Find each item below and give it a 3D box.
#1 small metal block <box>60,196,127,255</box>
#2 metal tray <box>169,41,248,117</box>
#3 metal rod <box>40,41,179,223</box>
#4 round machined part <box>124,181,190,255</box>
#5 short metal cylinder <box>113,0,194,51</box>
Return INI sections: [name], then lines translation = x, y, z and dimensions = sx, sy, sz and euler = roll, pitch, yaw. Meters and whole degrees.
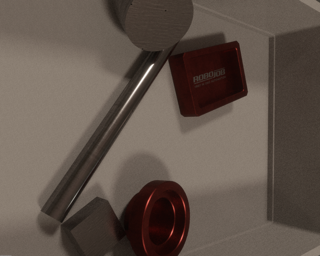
[small metal block]
translation = -0.073, 0.114, 0.347
dimensions = 0.050, 0.025, 0.050
euler = -36, 113, -34
[metal tray]
translation = 0.078, -0.077, 0.471
dimensions = 0.131, 0.030, 0.089
euler = -23, 105, -38
[metal rod]
translation = -0.041, -0.029, 0.374
dimensions = 0.025, 0.025, 0.300
euler = 45, 63, -31
[round machined part]
translation = -0.006, 0.114, 0.383
dimensions = 0.099, 0.042, 0.097
euler = 6, 82, -53
[short metal cylinder]
translation = -0.009, -0.137, 0.357
dimensions = 0.081, 0.050, 0.080
euler = -16, 140, -14
